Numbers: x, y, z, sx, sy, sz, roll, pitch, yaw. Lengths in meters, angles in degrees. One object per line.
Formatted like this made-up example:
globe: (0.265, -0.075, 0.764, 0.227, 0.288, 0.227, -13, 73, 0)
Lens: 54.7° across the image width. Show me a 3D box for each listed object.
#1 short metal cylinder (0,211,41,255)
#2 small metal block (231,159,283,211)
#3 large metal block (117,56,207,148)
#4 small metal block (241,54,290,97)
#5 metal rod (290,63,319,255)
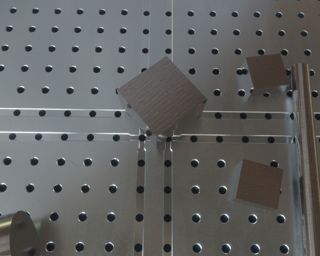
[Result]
short metal cylinder: (-0.168, 0.135, 0.331, 0.050, 0.080, 0.080, -14, 71, -5)
small metal block: (0.121, 0.072, 0.387, 0.050, 0.025, 0.050, 14, 71, 5)
large metal block: (0.002, -0.034, 0.411, 0.080, 0.050, 0.080, -37, 74, -13)
small metal block: (0.149, -0.075, 0.441, 0.050, 0.025, 0.050, -7, 70, -3)
metal rod: (0.188, 0.053, 0.394, 0.025, 0.025, 0.299, 5, 70, 1)
